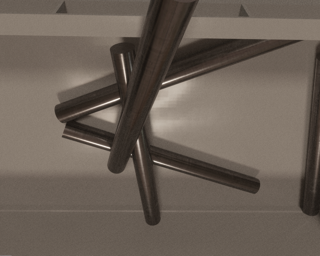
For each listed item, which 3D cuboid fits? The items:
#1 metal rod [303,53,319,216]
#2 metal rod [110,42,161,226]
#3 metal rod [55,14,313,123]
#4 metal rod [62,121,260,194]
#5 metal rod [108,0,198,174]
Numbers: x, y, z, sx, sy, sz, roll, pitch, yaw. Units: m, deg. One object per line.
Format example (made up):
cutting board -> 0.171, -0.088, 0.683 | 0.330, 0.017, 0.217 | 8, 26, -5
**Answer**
metal rod -> 0.224, 0.031, 0.438 | 0.025, 0.025, 0.299 | -11, 130, 9
metal rod -> -0.024, 0.034, 0.403 | 0.025, 0.025, 0.298 | -4, 130, 3
metal rod -> 0.014, -0.062, 0.356 | 0.301, 0.025, 0.025 | -17, 128, 14
metal rod -> 0.013, 0.046, 0.448 | 0.302, 0.025, 0.025 | 18, 128, -16
metal rod -> -0.025, -0.012, 0.293 | 0.025, 0.025, 0.299 | 11, 153, -10
